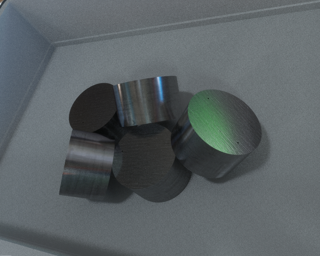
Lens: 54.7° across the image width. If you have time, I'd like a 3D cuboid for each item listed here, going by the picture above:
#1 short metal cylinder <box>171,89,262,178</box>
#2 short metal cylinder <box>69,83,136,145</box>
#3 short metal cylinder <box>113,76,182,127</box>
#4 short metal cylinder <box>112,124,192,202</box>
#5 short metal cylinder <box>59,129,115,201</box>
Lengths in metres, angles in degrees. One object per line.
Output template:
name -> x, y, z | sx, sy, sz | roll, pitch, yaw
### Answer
short metal cylinder -> 0.058, 0.006, 0.327 | 0.081, 0.050, 0.080 | 11, 52, -14
short metal cylinder -> -0.079, -0.016, 0.436 | 0.080, 0.050, 0.080 | -13, 56, 20
short metal cylinder -> -0.015, -0.033, 0.385 | 0.080, 0.080, 0.050 | -8, 94, 24
short metal cylinder -> -0.009, 0.041, 0.366 | 0.080, 0.050, 0.080 | -13, 56, 20
short metal cylinder -> -0.089, 0.045, 0.377 | 0.050, 0.080, 0.080 | 11, 59, -14
